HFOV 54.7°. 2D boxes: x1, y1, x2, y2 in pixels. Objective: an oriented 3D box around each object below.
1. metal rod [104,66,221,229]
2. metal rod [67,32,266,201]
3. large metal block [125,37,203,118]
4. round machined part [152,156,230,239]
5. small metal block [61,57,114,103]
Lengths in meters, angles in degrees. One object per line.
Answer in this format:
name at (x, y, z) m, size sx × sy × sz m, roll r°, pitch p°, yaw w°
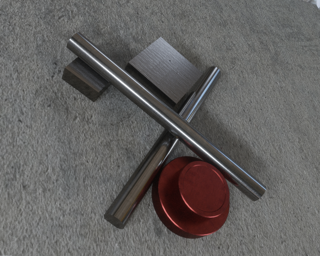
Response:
metal rod at (0.021, 0.003, 0.418) m, size 0.025 × 0.025 × 0.301 m, roll 38°, pitch 51°, yaw -3°
metal rod at (0.009, -0.013, 0.387) m, size 0.300 × 0.025 × 0.025 m, roll 40°, pitch 51°, yaw -2°
large metal block at (0.000, -0.068, 0.434) m, size 0.080 × 0.050 × 0.080 m, roll 41°, pitch 51°, yaw -1°
round machined part at (0.043, 0.078, 0.371) m, size 0.099 × 0.042 × 0.098 m, roll 14°, pitch 56°, yaw -21°
small metal block at (-0.089, -0.069, 0.401) m, size 0.050 × 0.025 × 0.050 m, roll 37°, pitch 51°, yaw -4°
